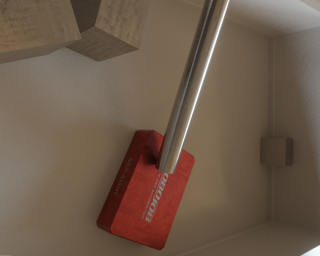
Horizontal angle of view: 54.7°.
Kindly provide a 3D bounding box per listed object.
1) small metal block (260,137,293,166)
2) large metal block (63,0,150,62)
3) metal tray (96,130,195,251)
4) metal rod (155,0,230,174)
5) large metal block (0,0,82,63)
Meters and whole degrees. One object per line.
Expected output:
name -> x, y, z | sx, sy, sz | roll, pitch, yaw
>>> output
small metal block -> 0.216, 0.043, 0.575 | 0.025, 0.050, 0.050 | 1, 90, -40
large metal block -> -0.057, -0.122, 0.324 | 0.050, 0.080, 0.080 | 19, 78, -39
metal tray -> -0.013, 0.078, 0.395 | 0.090, 0.030, 0.130 | 35, 68, -35
metal rod -> 0.047, -0.089, 0.340 | 0.025, 0.025, 0.298 | 4, 109, -40
large metal block -> -0.128, -0.087, 0.264 | 0.081, 0.080, 0.050 | -24, 106, -38
